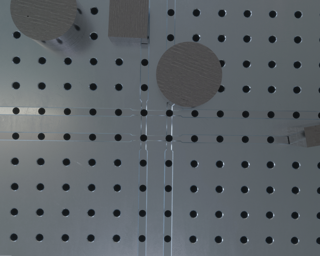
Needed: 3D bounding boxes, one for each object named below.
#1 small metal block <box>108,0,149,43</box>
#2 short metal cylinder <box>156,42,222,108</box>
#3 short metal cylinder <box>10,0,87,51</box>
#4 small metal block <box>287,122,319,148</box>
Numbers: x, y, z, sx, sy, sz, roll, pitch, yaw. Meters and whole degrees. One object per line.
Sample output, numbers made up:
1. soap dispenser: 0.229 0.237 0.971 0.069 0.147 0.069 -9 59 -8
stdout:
1. small metal block: -0.041 -0.142 0.413 0.050 0.025 0.050 3 90 0
2. short metal cylinder: 0.036 -0.065 0.401 0.081 0.050 0.079 0 90 0
3. short metal cylinder: -0.141 -0.146 0.400 0.081 0.050 0.079 0 90 0
4. small metal block: 0.202 0.007 0.403 0.050 0.050 0.025 -10 90 0
